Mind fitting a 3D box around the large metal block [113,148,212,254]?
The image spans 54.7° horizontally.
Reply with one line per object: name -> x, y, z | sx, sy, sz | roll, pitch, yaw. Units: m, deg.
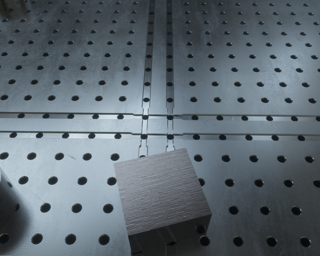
large metal block -> 0.000, 0.075, 0.328 | 0.081, 0.050, 0.080 | -11, 51, -10

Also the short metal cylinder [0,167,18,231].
short metal cylinder -> -0.201, 0.074, 0.328 | 0.081, 0.050, 0.080 | 0, 50, 0

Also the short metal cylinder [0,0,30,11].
short metal cylinder -> -0.312, -0.280, 0.625 | 0.081, 0.050, 0.080 | 0, 50, 0
